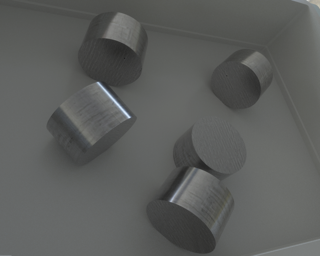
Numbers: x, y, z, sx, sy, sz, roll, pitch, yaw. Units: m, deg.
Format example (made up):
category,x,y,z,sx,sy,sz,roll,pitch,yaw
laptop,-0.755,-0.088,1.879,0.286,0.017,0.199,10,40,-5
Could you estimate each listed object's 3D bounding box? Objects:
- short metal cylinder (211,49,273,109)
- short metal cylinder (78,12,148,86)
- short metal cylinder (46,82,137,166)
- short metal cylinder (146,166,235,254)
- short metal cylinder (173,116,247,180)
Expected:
category,x,y,z,sx,sy,sz,roll,pitch,yaw
short metal cylinder,0.128,-0.077,0.486,0.080,0.080,0.050,45,51,3
short metal cylinder,-0.059,-0.100,0.400,0.080,0.080,0.050,20,54,-17
short metal cylinder,-0.072,-0.004,0.334,0.050,0.080,0.080,49,51,5
short metal cylinder,0.033,0.088,0.334,0.080,0.080,0.050,41,51,0
short metal cylinder,0.064,0.031,0.405,0.081,0.050,0.080,14,56,-21
